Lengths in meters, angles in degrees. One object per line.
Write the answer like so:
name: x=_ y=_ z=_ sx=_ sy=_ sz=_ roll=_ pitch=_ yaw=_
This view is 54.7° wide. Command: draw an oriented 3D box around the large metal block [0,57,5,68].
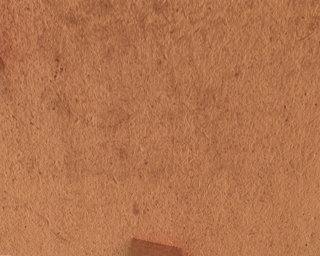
large metal block: x=-0.247 y=-0.093 z=0.360 sx=0.080 sy=0.050 sz=0.080 roll=-18 pitch=109 yaw=6

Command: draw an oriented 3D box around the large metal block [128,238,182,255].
large metal block: x=-0.015 y=0.227 z=0.480 sx=0.080 sy=0.050 sz=0.079 roll=14 pitch=110 yaw=-6
